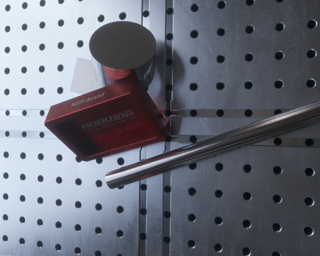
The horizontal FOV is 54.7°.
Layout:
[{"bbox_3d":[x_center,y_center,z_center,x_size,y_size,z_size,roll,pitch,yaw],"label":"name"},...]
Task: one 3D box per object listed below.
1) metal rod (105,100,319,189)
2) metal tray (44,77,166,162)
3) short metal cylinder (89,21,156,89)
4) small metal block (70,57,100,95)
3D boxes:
[{"bbox_3d":[0.064,0.024,0.389,0.300,0.025,0.025,-20,84,18],"label":"metal rod"},{"bbox_3d":[-0.068,-0.006,0.402,0.130,0.090,0.030,-16,44,19],"label":"metal tray"},{"bbox_3d":[-0.046,-0.089,0.394,0.081,0.050,0.080,2,60,-3],"label":"short metal cylinder"},{"bbox_3d":[-0.096,-0.070,0.445,0.050,0.025,0.050,15,95,19],"label":"small metal block"}]
